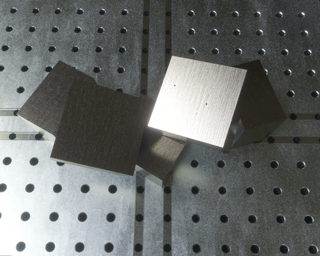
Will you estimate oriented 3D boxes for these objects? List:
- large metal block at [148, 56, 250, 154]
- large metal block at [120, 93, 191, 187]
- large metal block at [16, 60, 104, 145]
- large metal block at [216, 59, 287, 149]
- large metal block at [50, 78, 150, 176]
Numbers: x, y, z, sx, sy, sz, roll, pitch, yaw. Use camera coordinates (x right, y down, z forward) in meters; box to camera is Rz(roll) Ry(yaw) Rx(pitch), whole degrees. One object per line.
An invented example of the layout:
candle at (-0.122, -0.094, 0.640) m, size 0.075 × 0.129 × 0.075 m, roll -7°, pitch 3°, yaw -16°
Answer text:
large metal block at (0.044, -0.024, 0.334) m, size 0.080 × 0.050 × 0.080 m, roll 16°, pitch 83°, yaw 21°
large metal block at (-0.010, 0.016, 0.392) m, size 0.080 × 0.050 × 0.080 m, roll 31°, pitch 73°, yaw 10°
large metal block at (-0.118, -0.023, 0.389) m, size 0.050 × 0.080 × 0.080 m, roll 28°, pitch 72°, yaw 9°
large metal block at (0.106, -0.027, 0.393) m, size 0.050 × 0.080 × 0.080 m, roll -15°, pitch 71°, yaw -6°
large metal block at (-0.064, 0.003, 0.327) m, size 0.081 × 0.050 × 0.080 m, roll 16°, pitch 77°, yaw -17°
